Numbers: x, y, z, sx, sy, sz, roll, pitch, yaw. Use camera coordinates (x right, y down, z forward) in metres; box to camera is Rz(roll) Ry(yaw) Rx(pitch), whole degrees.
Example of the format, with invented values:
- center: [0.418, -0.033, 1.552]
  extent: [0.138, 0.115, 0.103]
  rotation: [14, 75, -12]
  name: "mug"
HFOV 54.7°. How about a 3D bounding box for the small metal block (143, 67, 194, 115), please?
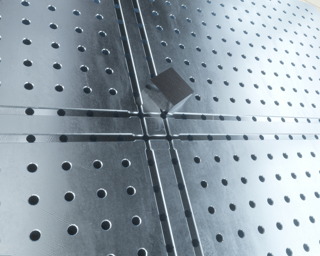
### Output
- center: [0.013, -0.054, 0.450]
  extent: [0.050, 0.025, 0.050]
  rotation: [49, 51, 5]
  name: "small metal block"
